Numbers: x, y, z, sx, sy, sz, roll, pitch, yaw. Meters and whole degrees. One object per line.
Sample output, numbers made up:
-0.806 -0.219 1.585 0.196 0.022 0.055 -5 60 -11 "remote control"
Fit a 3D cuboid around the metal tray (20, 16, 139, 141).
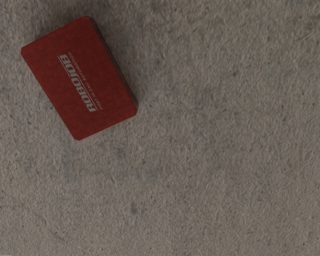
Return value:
-0.095 -0.059 0.384 0.090 0.030 0.129 -24 109 8 "metal tray"
